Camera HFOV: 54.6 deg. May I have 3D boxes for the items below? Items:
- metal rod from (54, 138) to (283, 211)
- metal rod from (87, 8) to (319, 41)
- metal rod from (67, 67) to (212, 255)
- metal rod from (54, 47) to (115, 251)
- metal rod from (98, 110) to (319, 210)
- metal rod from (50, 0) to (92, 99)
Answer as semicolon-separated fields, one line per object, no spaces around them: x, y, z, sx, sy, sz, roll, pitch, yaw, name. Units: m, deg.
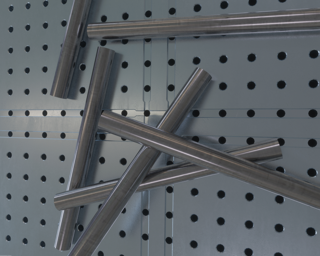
0.000;0.064;0.399;0.301;0.025;0.025;-16;85;14;metal rod
0.043;-0.130;0.397;0.301;0.025;0.025;3;91;20;metal rod
-0.029;0.054;0.383;0.025;0.025;0.300;33;85;17;metal rod
-0.111;0.033;0.452;0.025;0.025;0.298;15;95;19;metal rod
0.073;0.040;0.352;0.301;0.025;0.025;20;97;6;metal rod
-0.112;-0.190;0.452;0.025;0.025;0.298;18;96;19;metal rod
